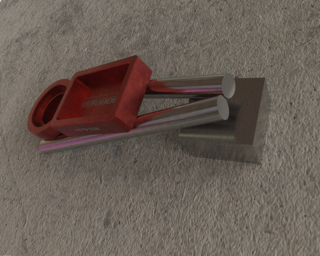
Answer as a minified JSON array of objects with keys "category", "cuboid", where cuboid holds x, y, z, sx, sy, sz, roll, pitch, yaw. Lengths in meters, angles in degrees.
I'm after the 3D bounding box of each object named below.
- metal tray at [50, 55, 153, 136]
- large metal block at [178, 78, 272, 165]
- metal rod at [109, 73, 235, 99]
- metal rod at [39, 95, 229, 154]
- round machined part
[{"category":"metal tray","cuboid":[-0.078,-0.038,0.398,0.130,0.030,0.090,-4,59,40]},{"category":"large metal block","cuboid":[0.076,-0.009,0.352,0.080,0.050,0.080,4,64,29]},{"category":"metal rod","cuboid":[-0.039,-0.051,0.414,0.300,0.025,0.025,5,64,44]},{"category":"metal rod","cuboid":[-0.057,0.004,0.390,0.300,0.025,0.025,-12,56,36]},{"category":"round machined part","cuboid":[-0.156,-0.025,0.482,0.098,0.042,0.098,-21,50,27]}]
